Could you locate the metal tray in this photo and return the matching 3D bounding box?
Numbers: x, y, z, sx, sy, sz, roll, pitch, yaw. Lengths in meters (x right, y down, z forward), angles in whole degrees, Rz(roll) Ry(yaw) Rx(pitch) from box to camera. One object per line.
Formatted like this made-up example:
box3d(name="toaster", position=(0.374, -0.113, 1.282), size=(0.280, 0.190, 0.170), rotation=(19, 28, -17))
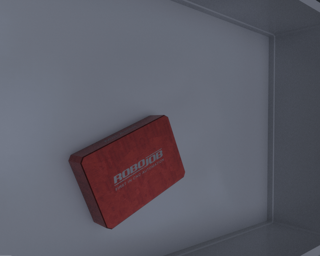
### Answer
box3d(name="metal tray", position=(-0.033, 0.048, 0.378), size=(0.131, 0.030, 0.089), rotation=(-29, 108, -37))
